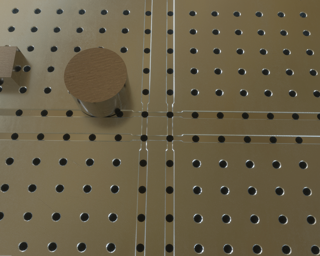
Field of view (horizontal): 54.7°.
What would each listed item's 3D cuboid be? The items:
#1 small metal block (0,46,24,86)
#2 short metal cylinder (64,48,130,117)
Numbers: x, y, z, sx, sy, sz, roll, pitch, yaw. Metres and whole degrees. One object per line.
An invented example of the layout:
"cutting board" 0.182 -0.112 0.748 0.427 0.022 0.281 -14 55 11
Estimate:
"small metal block" -0.228 -0.089 0.442 0.050 0.025 0.050 0 70 0
"short metal cylinder" -0.082 -0.061 0.420 0.081 0.050 0.080 0 70 0
